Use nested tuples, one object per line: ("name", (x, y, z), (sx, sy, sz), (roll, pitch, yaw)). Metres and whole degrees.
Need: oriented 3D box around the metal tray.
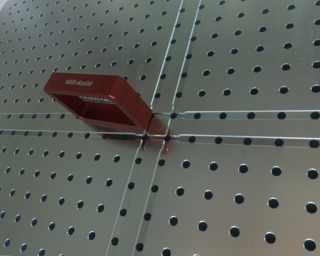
("metal tray", (-0.086, -0.038, 0.436), (0.130, 0.090, 0.030), (9, 66, 32))
